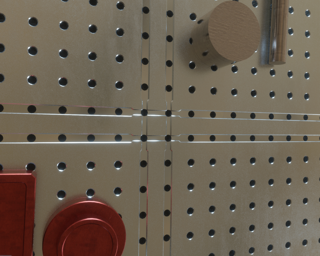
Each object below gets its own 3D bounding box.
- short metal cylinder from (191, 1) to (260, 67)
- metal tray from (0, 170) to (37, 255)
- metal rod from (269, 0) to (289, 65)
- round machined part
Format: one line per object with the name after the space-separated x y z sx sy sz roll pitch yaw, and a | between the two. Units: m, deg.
0.091 -0.128 0.432 0.081 0.050 0.080 0 90 -20 | short metal cylinder
-0.187 0.113 0.340 0.091 0.030 0.129 3 89 -20 | metal tray
0.190 -0.249 0.481 0.025 0.025 0.298 4 89 -20 | metal rod
-0.088 0.136 0.371 0.099 0.042 0.097 0 90 -20 | round machined part
